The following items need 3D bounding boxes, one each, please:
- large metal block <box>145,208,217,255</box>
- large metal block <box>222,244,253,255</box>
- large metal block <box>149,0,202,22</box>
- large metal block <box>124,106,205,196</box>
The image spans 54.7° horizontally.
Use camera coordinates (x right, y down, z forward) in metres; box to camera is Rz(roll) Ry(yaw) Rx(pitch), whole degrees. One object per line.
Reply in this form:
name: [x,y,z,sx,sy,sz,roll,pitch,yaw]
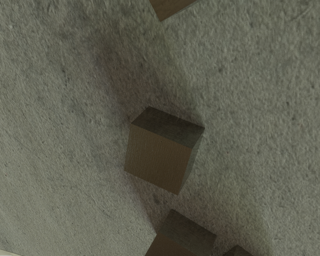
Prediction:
large metal block: [0.031,0.188,0.489,0.080,0.050,0.079,29,128,9]
large metal block: [0.123,0.238,0.472,0.080,0.050,0.079,35,129,4]
large metal block: [0.036,-0.140,0.265,0.080,0.080,0.050,-19,108,35]
large metal block: [0.004,0.029,0.405,0.080,0.050,0.079,23,127,14]
